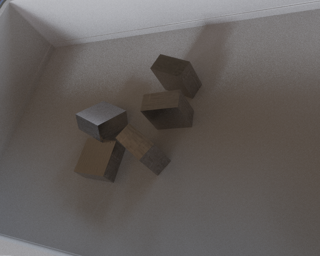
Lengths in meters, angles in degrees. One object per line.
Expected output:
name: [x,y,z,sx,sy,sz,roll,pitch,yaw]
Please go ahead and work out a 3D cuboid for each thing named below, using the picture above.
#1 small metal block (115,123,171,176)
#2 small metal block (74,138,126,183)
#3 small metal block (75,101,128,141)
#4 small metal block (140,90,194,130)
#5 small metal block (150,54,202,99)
small metal block: [-0.020,0.027,0.383,0.025,0.050,0.050,-48,52,-5]
small metal block: [-0.081,0.043,0.420,0.050,0.025,0.050,4,63,29]
small metal block: [-0.082,-0.011,0.439,0.050,0.025,0.050,24,41,36]
small metal block: [0.010,-0.022,0.397,0.050,0.050,0.025,-5,60,25]
small metal block: [0.023,-0.070,0.419,0.050,0.050,0.025,24,75,36]
